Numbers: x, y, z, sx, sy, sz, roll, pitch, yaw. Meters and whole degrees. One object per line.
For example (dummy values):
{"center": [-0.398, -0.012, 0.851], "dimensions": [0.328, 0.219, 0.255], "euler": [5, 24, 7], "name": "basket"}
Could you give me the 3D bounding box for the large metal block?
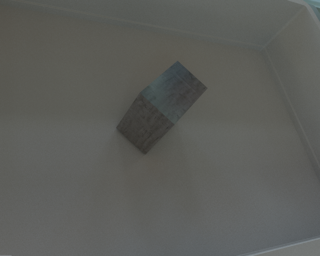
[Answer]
{"center": [0.002, -0.024, 0.384], "dimensions": [0.050, 0.080, 0.080], "euler": [43, 51, 1], "name": "large metal block"}
